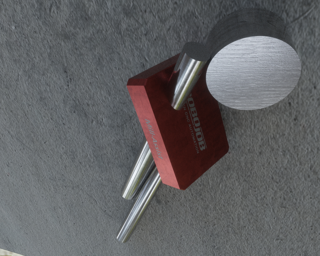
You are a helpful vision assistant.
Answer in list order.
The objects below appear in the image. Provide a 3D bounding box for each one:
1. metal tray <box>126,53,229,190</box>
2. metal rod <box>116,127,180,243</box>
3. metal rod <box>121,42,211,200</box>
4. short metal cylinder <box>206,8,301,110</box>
[{"bbox_3d":[0.026,-0.009,0.342,0.030,0.091,0.129,9,125,49],"label":"metal tray"},{"bbox_3d":[-0.016,0.092,0.471,0.025,0.025,0.298,32,129,7],"label":"metal rod"},{"bbox_3d":[-0.009,0.019,0.383,0.025,0.025,0.298,33,141,6],"label":"metal rod"},{"bbox_3d":[0.084,-0.063,0.290,0.080,0.050,0.080,4,136,4],"label":"short metal cylinder"}]
